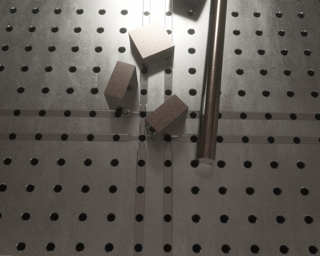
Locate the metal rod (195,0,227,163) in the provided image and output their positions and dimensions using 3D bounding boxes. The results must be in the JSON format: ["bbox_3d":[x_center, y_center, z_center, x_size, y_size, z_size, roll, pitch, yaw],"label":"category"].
[{"bbox_3d":[0.078,-0.097,0.448,0.025,0.025,0.299,7,70,2],"label":"metal rod"}]

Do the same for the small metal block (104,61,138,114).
[{"bbox_3d":[-0.051,-0.054,0.417,0.025,0.050,0.050,16,71,5],"label":"small metal block"}]

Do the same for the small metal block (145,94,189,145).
[{"bbox_3d":[0.008,-0.010,0.402,0.050,0.050,0.025,-40,75,-13],"label":"small metal block"}]

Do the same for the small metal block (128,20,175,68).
[{"bbox_3d":[-0.012,-0.125,0.457,0.050,0.025,0.050,-25,72,-9],"label":"small metal block"}]
